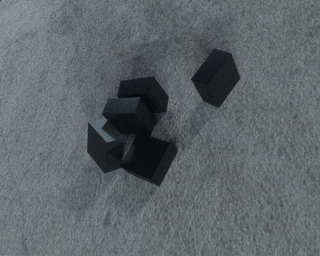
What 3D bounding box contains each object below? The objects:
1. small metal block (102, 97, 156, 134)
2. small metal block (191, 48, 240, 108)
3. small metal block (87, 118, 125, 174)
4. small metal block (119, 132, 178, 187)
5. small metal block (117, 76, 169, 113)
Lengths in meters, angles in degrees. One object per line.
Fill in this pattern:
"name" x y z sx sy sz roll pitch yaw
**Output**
"small metal block" -0.040 -0.015 0.416 0.050 0.050 0.025 0 57 28
"small metal block" 0.071 -0.062 0.388 0.025 0.050 0.050 30 78 37
"small metal block" -0.073 0.023 0.408 0.025 0.050 0.050 -16 41 -35
"small metal block" -0.014 0.038 0.386 0.050 0.025 0.050 17 70 34
"small metal block" -0.022 -0.043 0.424 0.050 0.050 0.025 -4 60 26
